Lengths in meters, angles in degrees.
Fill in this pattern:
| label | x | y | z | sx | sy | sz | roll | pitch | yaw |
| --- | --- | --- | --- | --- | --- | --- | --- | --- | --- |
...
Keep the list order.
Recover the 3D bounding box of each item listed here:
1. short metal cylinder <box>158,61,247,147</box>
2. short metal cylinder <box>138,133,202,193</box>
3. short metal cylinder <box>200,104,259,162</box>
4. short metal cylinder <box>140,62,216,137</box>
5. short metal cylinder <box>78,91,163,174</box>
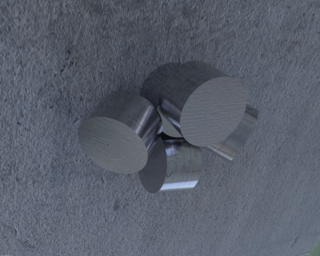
| label | x | y | z | sx | sy | sz | roll | pitch | yaw |
| --- | --- | --- | --- | --- | --- | --- | --- | --- | --- |
| short metal cylinder | 0.045 | -0.027 | 0.336 | 0.081 | 0.050 | 0.079 | -14 | 125 | -21 |
| short metal cylinder | 0.010 | 0.043 | 0.405 | 0.050 | 0.080 | 0.079 | 2 | 118 | -30 |
| short metal cylinder | 0.087 | -0.002 | 0.414 | 0.050 | 0.080 | 0.080 | 29 | 106 | 2 |
| short metal cylinder | 0.022 | -0.035 | 0.384 | 0.081 | 0.050 | 0.079 | -14 | 125 | -21 |
| short metal cylinder | -0.043 | 0.005 | 0.347 | 0.080 | 0.050 | 0.079 | 12 | 131 | 14 |
